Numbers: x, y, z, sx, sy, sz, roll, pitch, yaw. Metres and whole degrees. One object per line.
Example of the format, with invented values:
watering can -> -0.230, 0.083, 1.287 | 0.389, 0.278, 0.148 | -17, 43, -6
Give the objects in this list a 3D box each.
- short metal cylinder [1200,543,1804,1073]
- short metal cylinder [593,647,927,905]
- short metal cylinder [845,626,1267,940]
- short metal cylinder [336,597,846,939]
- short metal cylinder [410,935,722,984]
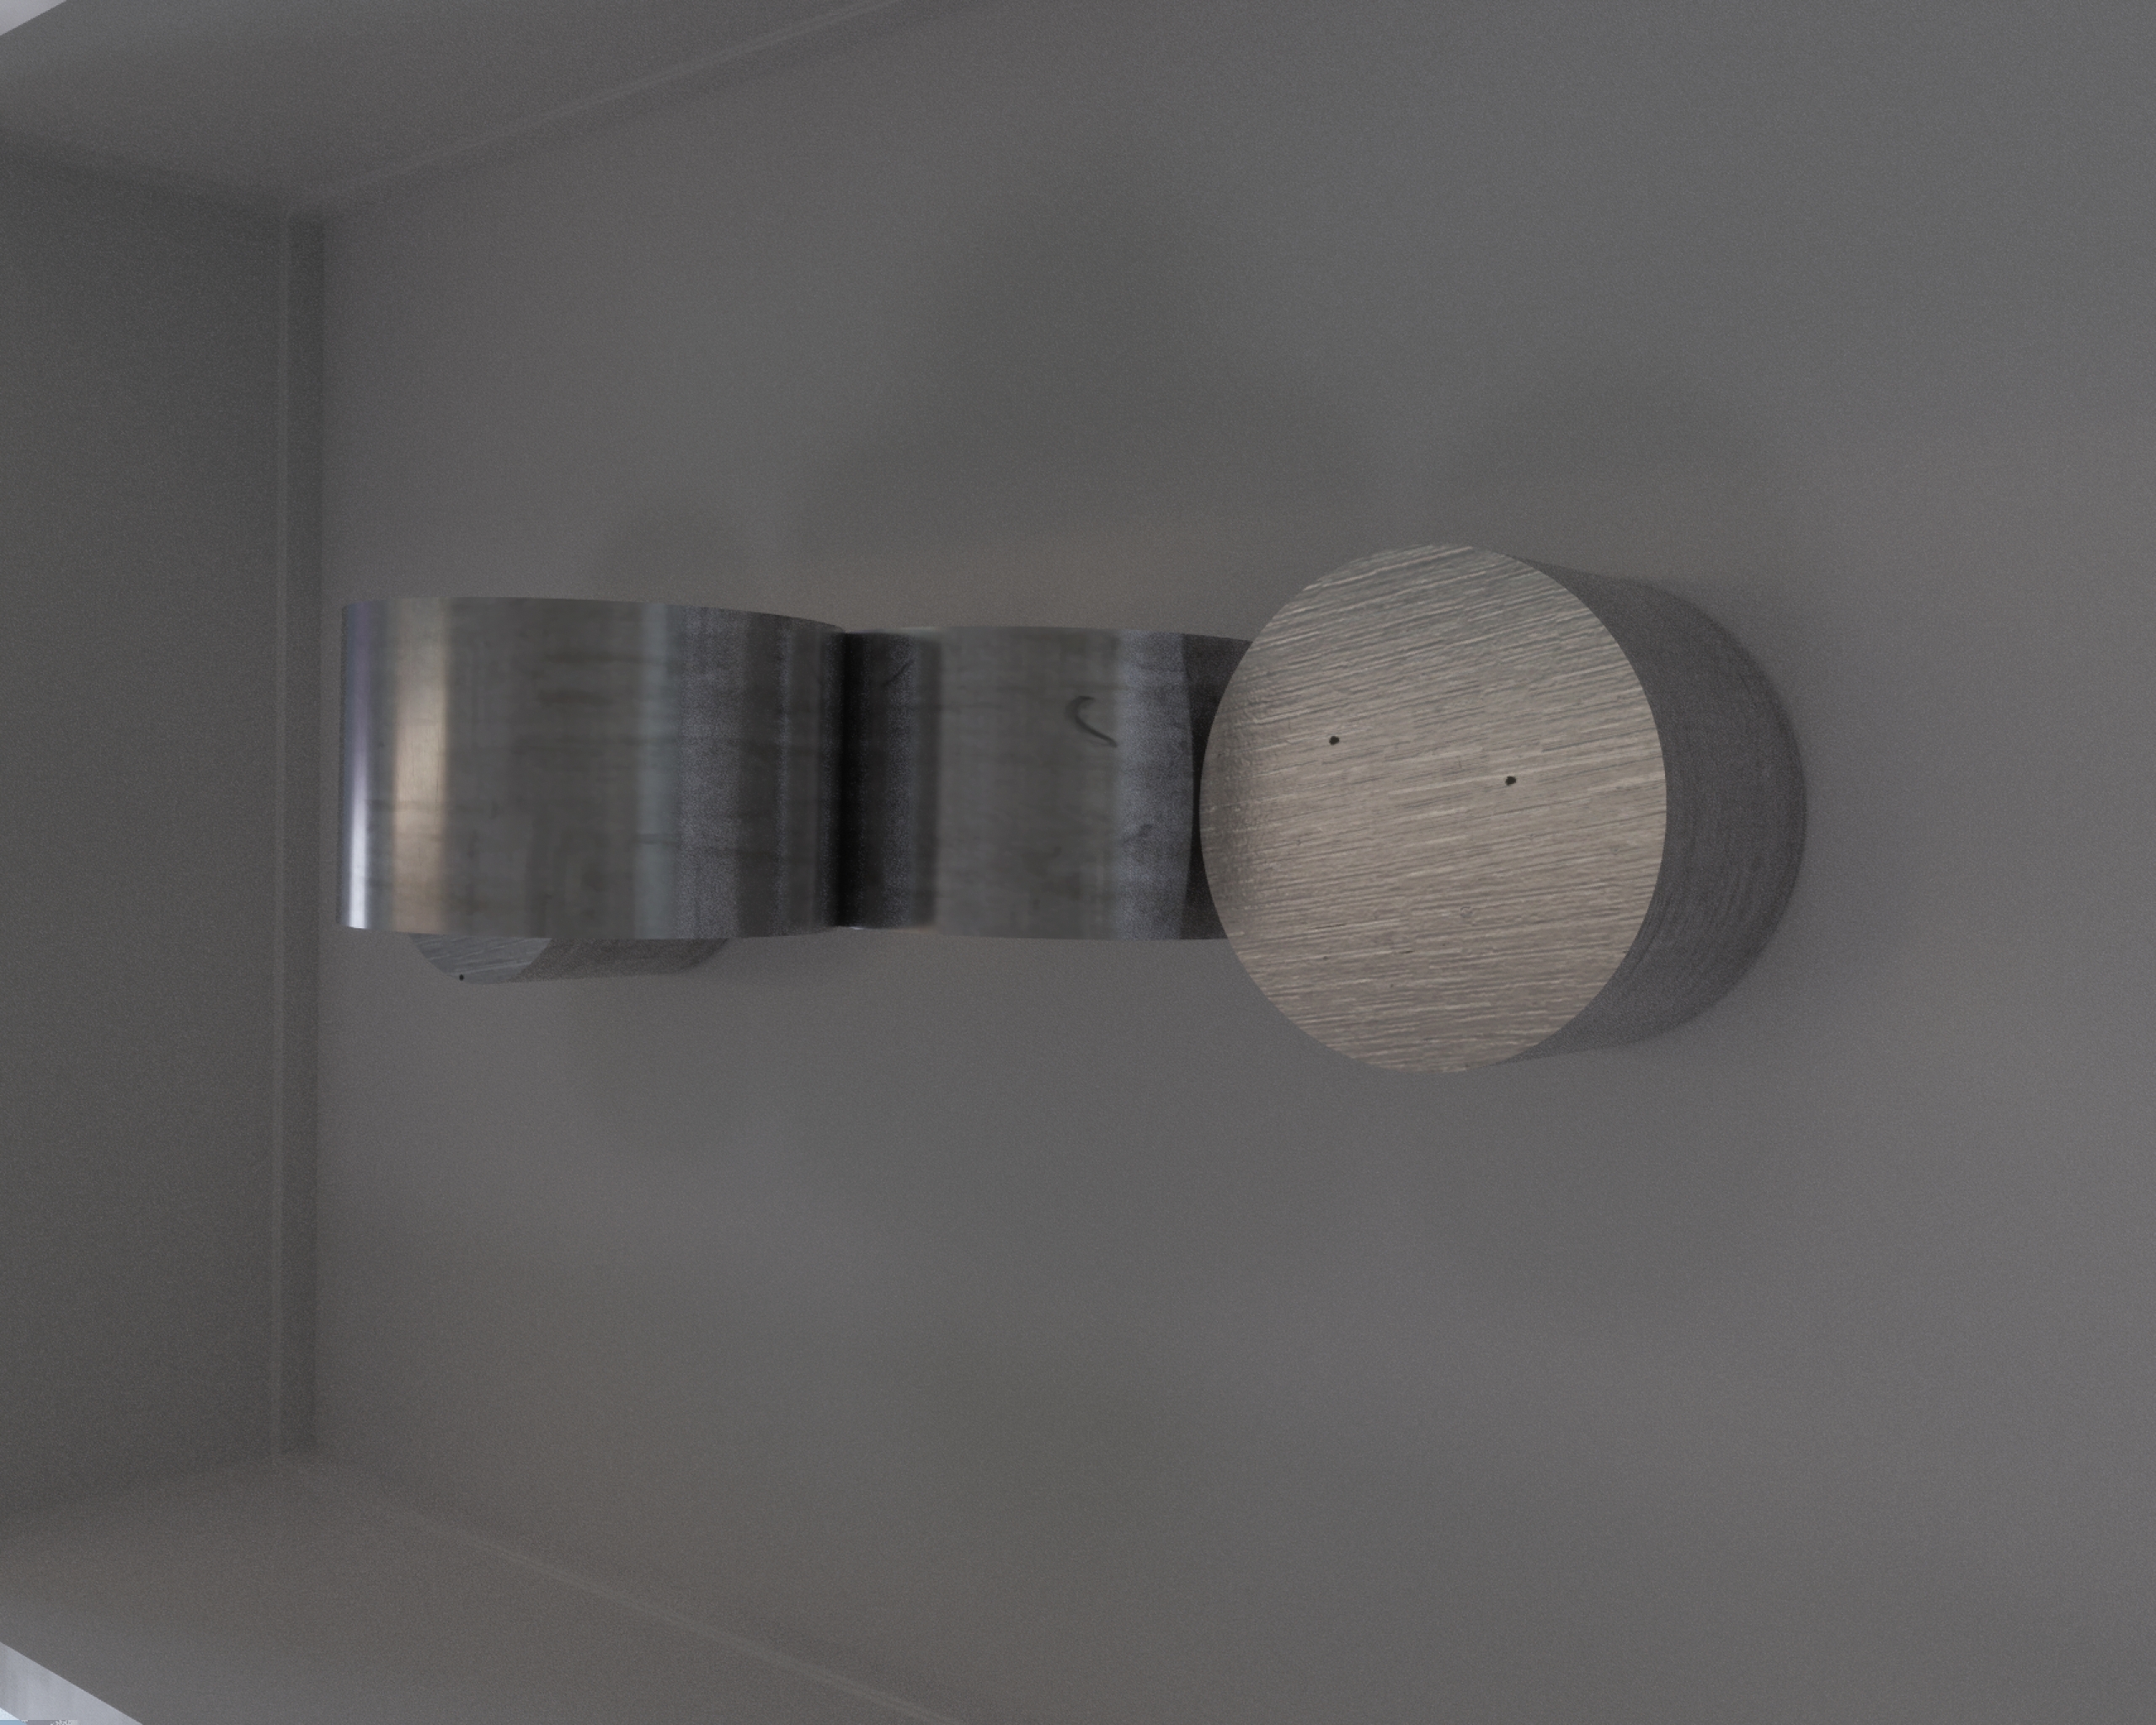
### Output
short metal cylinder -> 0.067, -0.008, 0.333 | 0.080, 0.050, 0.080 | 0, 90, 40
short metal cylinder -> -0.066, -0.016, 0.423 | 0.080, 0.081, 0.050 | 2, 92, 40
short metal cylinder -> -0.004, -0.014, 0.372 | 0.080, 0.081, 0.050 | 2, 92, 40
short metal cylinder -> -0.080, -0.015, 0.345 | 0.080, 0.081, 0.050 | 2, 92, 40
short metal cylinder -> -0.118, -0.013, 0.486 | 0.080, 0.050, 0.080 | 0, 90, 40
